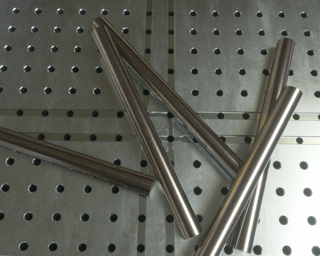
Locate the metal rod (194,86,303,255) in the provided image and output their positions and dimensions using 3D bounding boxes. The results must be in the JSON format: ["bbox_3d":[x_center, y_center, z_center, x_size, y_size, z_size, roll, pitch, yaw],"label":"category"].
[{"bbox_3d":[0.091,0.080,0.363,0.025,0.025,0.300,29,80,10],"label":"metal rod"}]

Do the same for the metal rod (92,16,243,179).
[{"bbox_3d":[0.004,-0.051,0.430,0.025,0.025,0.300,-39,75,-13],"label":"metal rod"}]

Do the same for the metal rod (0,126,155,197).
[{"bbox_3d":[-0.153,0.029,0.400,0.301,0.025,0.025,17,71,6],"label":"metal rod"}]

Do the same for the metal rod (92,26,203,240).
[{"bbox_3d":[-0.022,-0.005,0.402,0.025,0.025,0.299,-23,76,-8],"label":"metal rod"}]

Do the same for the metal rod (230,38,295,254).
[{"bbox_3d":[0.140,0.009,0.409,0.025,0.025,0.300,17,71,6],"label":"metal rod"}]
